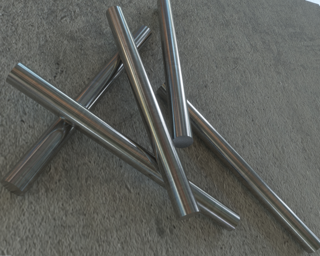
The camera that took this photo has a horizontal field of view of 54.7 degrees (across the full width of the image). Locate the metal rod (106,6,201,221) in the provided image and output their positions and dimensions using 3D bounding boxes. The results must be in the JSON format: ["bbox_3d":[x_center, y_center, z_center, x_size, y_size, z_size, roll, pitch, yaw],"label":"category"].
[{"bbox_3d":[-0.018,-0.038,0.375,0.025,0.025,0.299,-4,59,-30],"label":"metal rod"}]

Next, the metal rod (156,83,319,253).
[{"bbox_3d":[0.106,0.050,0.429,0.300,0.025,0.025,47,51,5],"label":"metal rod"}]

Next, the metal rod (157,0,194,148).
[{"bbox_3d":[0.017,-0.101,0.447,0.025,0.025,0.300,13,48,-21],"label":"metal rod"}]

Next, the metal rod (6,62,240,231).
[{"bbox_3d":[-0.029,0.030,0.348,0.301,0.025,0.025,36,51,-13],"label":"metal rod"}]

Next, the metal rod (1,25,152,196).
[{"bbox_3d":[-0.082,-0.045,0.386,0.025,0.025,0.301,34,51,-6],"label":"metal rod"}]
